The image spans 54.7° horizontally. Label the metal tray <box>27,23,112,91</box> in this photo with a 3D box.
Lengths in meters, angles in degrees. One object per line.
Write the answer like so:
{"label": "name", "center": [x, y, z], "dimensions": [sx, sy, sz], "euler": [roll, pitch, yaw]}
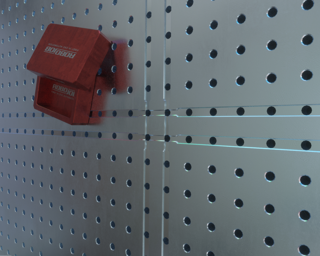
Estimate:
{"label": "metal tray", "center": [-0.150, -0.118, 0.501], "dimensions": [0.130, 0.030, 0.090], "euler": [19, 81, 33]}

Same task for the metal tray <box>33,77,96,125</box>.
{"label": "metal tray", "center": [-0.171, -0.063, 0.543], "dimensions": [0.130, 0.030, 0.089], "euler": [19, 102, 38]}
